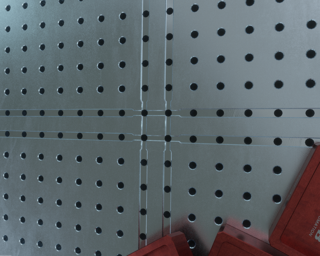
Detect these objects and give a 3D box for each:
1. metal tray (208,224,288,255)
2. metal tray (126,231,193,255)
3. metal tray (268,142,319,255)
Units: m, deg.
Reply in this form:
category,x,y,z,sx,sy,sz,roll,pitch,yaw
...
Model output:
category,x,y,z,sx,sy,sz,roll,pitch,yaw
metal tray,0.093,0.197,0.376,0.090,0.030,0.129,23,97,18
metal tray,0.013,0.206,0.379,0.090,0.030,0.130,-37,64,27
metal tray,0.190,0.092,0.343,0.090,0.030,0.129,26,98,17
